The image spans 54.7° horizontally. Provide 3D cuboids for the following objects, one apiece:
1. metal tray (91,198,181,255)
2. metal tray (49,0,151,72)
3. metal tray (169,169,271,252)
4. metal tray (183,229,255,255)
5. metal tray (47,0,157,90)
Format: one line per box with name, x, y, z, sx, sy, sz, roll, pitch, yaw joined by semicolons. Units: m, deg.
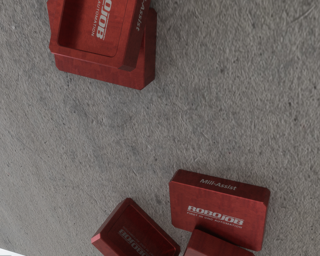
metal tray;-0.035;0.189;0.500;0.130;0.090;0.030;46;129;-4
metal tray;-0.058;-0.131;0.317;0.090;0.030;0.129;16;99;19
metal tray;0.080;0.113;0.432;0.130;0.030;0.089;9;123;23
metal tray;0.079;0.209;0.469;0.090;0.030;0.129;21;140;11
metal tray;-0.070;-0.105;0.376;0.130;0.030;0.089;16;125;19
